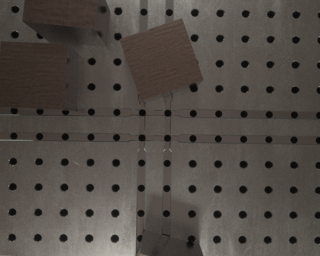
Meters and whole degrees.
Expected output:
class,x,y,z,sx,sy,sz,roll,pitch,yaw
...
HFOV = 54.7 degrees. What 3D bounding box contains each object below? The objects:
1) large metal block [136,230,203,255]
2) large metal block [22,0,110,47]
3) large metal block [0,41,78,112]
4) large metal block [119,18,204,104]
class,x,y,z,sx,sy,sz,roll,pitch,yaw
large metal block,0.009,0.174,0.386,0.080,0.080,0.050,16,90,-1
large metal block,-0.111,-0.139,0.384,0.081,0.080,0.050,6,90,-1
large metal block,-0.153,-0.064,0.399,0.081,0.050,0.079,2,90,-1
large metal block,0.002,-0.083,0.401,0.080,0.050,0.080,-19,90,-1
